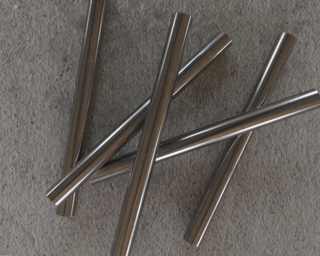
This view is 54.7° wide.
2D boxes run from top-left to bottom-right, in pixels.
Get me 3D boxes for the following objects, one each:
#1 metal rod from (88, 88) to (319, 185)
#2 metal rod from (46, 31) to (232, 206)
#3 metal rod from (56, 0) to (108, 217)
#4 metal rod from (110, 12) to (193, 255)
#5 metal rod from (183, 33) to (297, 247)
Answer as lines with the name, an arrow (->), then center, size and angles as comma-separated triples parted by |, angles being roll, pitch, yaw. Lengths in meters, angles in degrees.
metal rod -> 0.049, 0.014, 0.392 | 0.301, 0.025, 0.025 | -20, 90, 7
metal rod -> -0.022, -0.016, 0.395 | 0.300, 0.025, 0.025 | -43, 90, -6
metal rod -> -0.102, -0.034, 0.408 | 0.025, 0.025, 0.298 | 9, 90, 0
metal rod -> -0.011, 0.011, 0.373 | 0.025, 0.025, 0.298 | 15, 91, 0
metal rod -> 0.105, 0.015, 0.410 | 0.025, 0.025, 0.299 | 25, 90, 0
